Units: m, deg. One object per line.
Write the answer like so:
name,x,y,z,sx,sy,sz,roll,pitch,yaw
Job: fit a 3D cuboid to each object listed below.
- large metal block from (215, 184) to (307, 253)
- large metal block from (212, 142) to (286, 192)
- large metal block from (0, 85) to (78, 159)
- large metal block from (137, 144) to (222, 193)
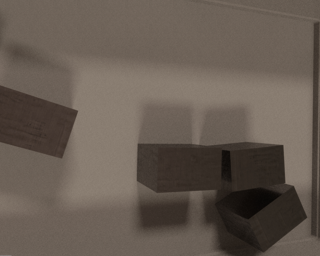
large metal block,0.139,0.116,0.435,0.080,0.080,0.050,-29,100,-18
large metal block,0.109,0.049,0.423,0.081,0.080,0.050,-4,92,-20
large metal block,-0.139,-0.006,0.330,0.081,0.080,0.050,19,84,-20
large metal block,0.021,0.047,0.390,0.081,0.080,0.050,1,90,-20
